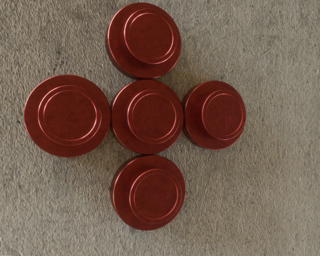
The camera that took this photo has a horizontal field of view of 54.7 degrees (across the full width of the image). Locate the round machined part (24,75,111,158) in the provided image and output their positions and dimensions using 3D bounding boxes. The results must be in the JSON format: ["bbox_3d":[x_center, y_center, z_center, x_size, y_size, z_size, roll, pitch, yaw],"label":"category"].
[{"bbox_3d":[-0.106,-0.014,0.363,0.099,0.042,0.097,0,90,-21],"label":"round machined part"}]

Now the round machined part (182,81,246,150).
[{"bbox_3d":[0.079,-0.018,0.432,0.099,0.042,0.097,0,90,-21],"label":"round machined part"}]

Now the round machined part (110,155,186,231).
[{"bbox_3d":[-0.011,0.084,0.398,0.099,0.042,0.097,0,90,-21],"label":"round machined part"}]

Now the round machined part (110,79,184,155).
[{"bbox_3d":[-0.013,-0.014,0.397,0.099,0.042,0.097,0,90,-21],"label":"round machined part"}]

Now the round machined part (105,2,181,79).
[{"bbox_3d":[-0.017,-0.112,0.396,0.099,0.042,0.097,0,90,-21],"label":"round machined part"}]
